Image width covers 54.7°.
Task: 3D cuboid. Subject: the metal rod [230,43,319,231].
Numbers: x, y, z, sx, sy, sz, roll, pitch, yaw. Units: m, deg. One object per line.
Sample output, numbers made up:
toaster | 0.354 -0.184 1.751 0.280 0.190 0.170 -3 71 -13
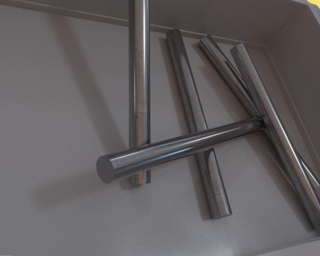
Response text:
metal rod | 0.179 0.007 0.472 0.025 0.025 0.299 -15 77 -34

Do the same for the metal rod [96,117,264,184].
metal rod | 0.053 0.016 0.382 0.302 0.025 0.025 -12 67 -47

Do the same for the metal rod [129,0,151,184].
metal rod | -0.024 -0.086 0.366 0.025 0.025 0.298 1 86 -28

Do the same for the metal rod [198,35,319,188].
metal rod | 0.157 -0.031 0.508 0.025 0.025 0.299 -24 75 -36

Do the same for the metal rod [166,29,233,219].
metal rod | 0.049 -0.023 0.445 0.025 0.025 0.299 3 61 -27
